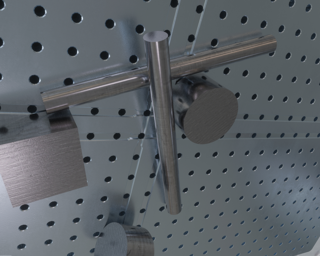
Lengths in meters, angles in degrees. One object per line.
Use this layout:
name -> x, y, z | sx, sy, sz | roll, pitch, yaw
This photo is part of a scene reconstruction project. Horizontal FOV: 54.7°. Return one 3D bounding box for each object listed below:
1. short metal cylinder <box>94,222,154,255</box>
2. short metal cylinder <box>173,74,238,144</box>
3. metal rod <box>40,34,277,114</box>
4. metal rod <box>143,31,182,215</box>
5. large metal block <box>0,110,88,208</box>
short metal cylinder -> -0.054, 0.185, 0.461 | 0.050, 0.080, 0.080 | 26, 104, -37
short metal cylinder -> 0.055, -0.025, 0.410 | 0.081, 0.050, 0.079 | -14, 124, -21
metal rod -> 0.014, -0.071, 0.375 | 0.302, 0.025, 0.025 | -18, 126, -18
metal rod -> 0.009, 0.020, 0.408 | 0.025, 0.025, 0.298 | -21, 133, -16
large metal block -> -0.131, 0.030, 0.342 | 0.081, 0.050, 0.079 | -14, 124, -21
